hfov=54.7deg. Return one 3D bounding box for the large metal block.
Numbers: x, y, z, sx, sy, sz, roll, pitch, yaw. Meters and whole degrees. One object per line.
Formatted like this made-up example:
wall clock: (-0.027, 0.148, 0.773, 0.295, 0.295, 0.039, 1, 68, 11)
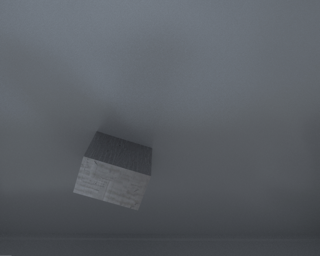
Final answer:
large metal block: (-0.057, 0.052, 0.400, 0.080, 0.080, 0.050, 18, 109, -7)
